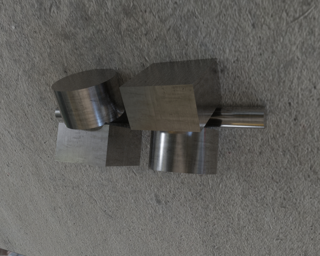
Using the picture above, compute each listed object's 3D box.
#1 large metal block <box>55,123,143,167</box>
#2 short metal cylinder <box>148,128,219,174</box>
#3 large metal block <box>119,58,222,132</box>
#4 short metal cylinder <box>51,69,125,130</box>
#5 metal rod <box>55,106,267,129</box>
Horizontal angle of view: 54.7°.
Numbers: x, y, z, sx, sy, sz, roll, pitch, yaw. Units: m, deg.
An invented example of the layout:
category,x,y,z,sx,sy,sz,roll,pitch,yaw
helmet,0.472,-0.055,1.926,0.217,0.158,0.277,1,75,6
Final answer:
category,x,y,z,sx,sy,sz,roll,pitch,yaw
large metal block,-0.081,0.023,0.422,0.080,0.080,0.050,2,86,26
short metal cylinder,0.028,0.026,0.366,0.080,0.080,0.050,2,85,27
large metal block,0.016,-0.038,0.340,0.080,0.080,0.050,2,119,27
short metal cylinder,-0.090,-0.039,0.396,0.080,0.080,0.050,4,120,26
metal rod,-0.018,-0.017,0.409,0.300,0.025,0.025,2,120,27
